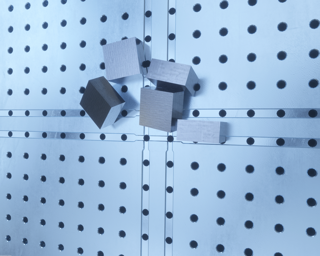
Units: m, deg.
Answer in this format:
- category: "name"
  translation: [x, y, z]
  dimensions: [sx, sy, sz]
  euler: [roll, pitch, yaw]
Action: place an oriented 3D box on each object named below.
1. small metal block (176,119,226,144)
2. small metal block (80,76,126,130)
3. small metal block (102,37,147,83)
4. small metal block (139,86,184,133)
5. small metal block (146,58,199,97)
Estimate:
- category: "small metal block"
  translation: [0.052, 0.004, 0.381]
  dimensions: [0.050, 0.050, 0.025]
  euler: [4, 91, 20]
- category: "small metal block"
  translation: [-0.081, -0.035, 0.430]
  dimensions: [0.050, 0.025, 0.050]
  euler: [49, 136, 13]
- category: "small metal block"
  translation: [-0.049, -0.093, 0.430]
  dimensions: [0.050, 0.025, 0.050]
  euler: [-9, 87, 19]
- category: "small metal block"
  translation: [0.001, -0.025, 0.401]
  dimensions: [0.050, 0.025, 0.050]
  euler: [14, 108, 33]
- category: "small metal block"
  translation: [0.017, -0.063, 0.392]
  dimensions: [0.050, 0.050, 0.025]
  euler: [15, 85, 19]
